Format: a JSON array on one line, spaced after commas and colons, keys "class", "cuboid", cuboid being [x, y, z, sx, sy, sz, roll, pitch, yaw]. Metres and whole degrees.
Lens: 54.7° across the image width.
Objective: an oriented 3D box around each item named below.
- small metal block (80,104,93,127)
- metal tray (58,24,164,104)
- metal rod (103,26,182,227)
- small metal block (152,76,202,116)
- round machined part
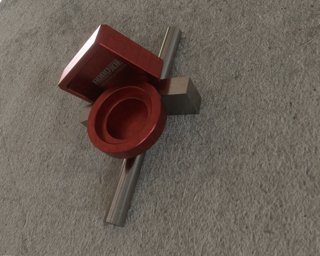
[{"class": "small metal block", "cuboid": [-0.075, -0.013, 0.435, 0.050, 0.050, 0.025, -18, 55, 18]}, {"class": "metal tray", "cuboid": [-0.069, -0.071, 0.412, 0.130, 0.090, 0.030, -26, 45, 50]}, {"class": "metal rod", "cuboid": [-0.016, -0.018, 0.424, 0.025, 0.025, 0.300, 2, 63, 29]}, {"class": "small metal block", "cuboid": [0.021, -0.040, 0.401, 0.050, 0.050, 0.025, -1, 61, 27]}, {"class": "round machined part", "cuboid": [-0.036, -0.008, 0.381, 0.098, 0.042, 0.098, -11, 61, 20]}]
